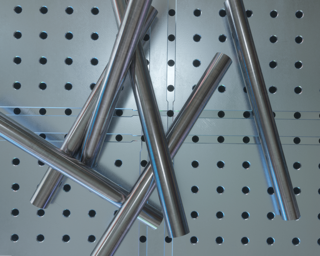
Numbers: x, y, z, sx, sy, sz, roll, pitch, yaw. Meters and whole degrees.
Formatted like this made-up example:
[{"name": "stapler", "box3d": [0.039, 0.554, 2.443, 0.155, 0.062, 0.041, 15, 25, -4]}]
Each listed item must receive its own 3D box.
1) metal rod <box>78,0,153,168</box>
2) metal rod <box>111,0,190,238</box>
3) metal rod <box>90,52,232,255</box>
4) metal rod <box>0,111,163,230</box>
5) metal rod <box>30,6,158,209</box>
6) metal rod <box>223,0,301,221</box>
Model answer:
[{"name": "metal rod", "box3d": [-0.045, -0.081, 0.360, 0.025, 0.025, 0.298, 23, 111, 0]}, {"name": "metal rod", "box3d": [-0.014, -0.023, 0.373, 0.025, 0.025, 0.299, -14, 82, 0]}, {"name": "metal rod", "box3d": [0.006, 0.032, 0.392, 0.025, 0.025, 0.300, 32, 81, 0]}, {"name": "metal rod", "box3d": [-0.124, 0.041, 0.386, 0.301, 0.025, 0.025, 34, 90, -11]}, {"name": "metal rod", "box3d": [-0.087, -0.030, 0.412, 0.025, 0.025, 0.299, 30, 90, 0]}, {"name": "metal rod", "box3d": [0.136, -0.026, 0.414, 0.025, 0.025, 0.299, -15, 90, 0]}]
